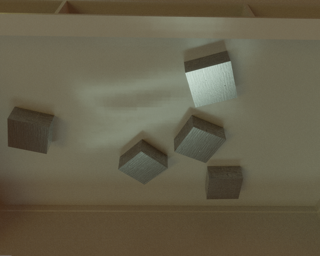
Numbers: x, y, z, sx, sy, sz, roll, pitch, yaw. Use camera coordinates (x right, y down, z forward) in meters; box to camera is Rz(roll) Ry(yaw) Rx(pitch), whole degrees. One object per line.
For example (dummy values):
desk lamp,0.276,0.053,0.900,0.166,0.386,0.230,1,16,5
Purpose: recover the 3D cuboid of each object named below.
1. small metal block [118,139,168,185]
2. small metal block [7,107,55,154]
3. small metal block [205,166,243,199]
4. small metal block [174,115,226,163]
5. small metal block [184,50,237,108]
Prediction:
small metal block,-0.024,0.050,0.452,0.050,0.025,0.050,36,122,-27
small metal block,-0.171,0.004,0.411,0.050,0.025,0.050,13,129,-11
small metal block,0.098,0.085,0.483,0.050,0.025,0.050,-1,130,0
small metal block,0.053,0.016,0.423,0.050,0.025,0.050,21,127,-17
small metal block,0.059,-0.056,0.362,0.050,0.025,0.050,-13,129,11
